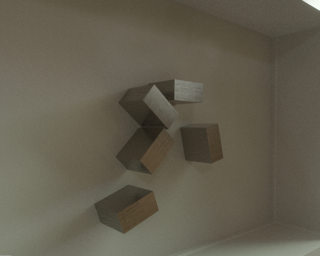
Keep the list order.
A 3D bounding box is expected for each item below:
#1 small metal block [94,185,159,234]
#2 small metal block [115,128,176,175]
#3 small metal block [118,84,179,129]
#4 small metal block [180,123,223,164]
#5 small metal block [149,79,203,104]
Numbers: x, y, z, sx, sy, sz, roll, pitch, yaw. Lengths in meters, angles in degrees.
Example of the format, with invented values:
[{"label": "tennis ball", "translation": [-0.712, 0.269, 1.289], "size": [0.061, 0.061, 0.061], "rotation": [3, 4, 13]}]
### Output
[{"label": "small metal block", "translation": [-0.039, 0.092, 0.358], "size": [0.050, 0.050, 0.025], "rotation": [-25, 106, -37]}, {"label": "small metal block", "translation": [-0.018, 0.026, 0.375], "size": [0.025, 0.050, 0.050], "rotation": [52, 60, -28]}, {"label": "small metal block", "translation": [-0.014, -0.024, 0.378], "size": [0.050, 0.050, 0.025], "rotation": [48, 61, -29]}, {"label": "small metal block", "translation": [0.059, 0.021, 0.439], "size": [0.025, 0.050, 0.050], "rotation": [-17, 101, -39]}, {"label": "small metal block", "translation": [0.021, -0.046, 0.407], "size": [0.050, 0.050, 0.025], "rotation": [1, 90, -40]}]
